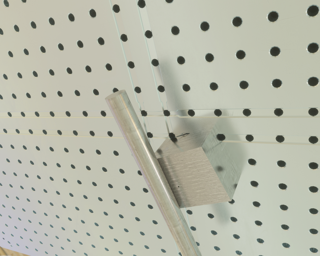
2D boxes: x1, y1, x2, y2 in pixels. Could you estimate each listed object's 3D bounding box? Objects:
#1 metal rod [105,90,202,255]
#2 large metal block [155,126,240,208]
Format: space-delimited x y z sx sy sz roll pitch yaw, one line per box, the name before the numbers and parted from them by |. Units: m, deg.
metal rod | 0.006 0.091 0.399 0.025 0.025 0.299 -11 113 33
large metal block | 0.046 0.053 0.404 0.080 0.050 0.080 -19 109 35
